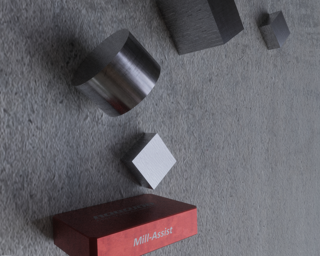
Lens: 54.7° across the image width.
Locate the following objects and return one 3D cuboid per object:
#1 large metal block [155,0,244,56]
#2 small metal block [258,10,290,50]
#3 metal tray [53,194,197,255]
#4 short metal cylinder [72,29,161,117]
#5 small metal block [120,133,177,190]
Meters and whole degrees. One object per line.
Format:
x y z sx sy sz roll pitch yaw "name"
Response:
0.053 -0.151 0.413 0.050 0.080 0.080 -41 115 -32 "large metal block"
0.218 -0.185 0.587 0.050 0.025 0.050 -51 120 -28 "small metal block"
-0.035 0.104 0.333 0.131 0.090 0.030 -3 93 -40 "metal tray"
-0.046 -0.058 0.330 0.050 0.080 0.080 44 63 -31 "short metal cylinder"
-0.014 0.041 0.394 0.050 0.025 0.050 -49 119 -29 "small metal block"
